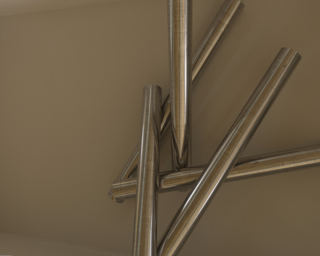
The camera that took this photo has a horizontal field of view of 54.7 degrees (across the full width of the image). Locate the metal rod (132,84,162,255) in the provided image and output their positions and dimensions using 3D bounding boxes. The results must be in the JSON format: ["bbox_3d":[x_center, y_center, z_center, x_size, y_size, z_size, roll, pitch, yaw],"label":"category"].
[{"bbox_3d":[-0.015,0.084,0.336,0.025,0.025,0.299,-8,62,19],"label":"metal rod"}]

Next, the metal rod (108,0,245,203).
[{"bbox_3d":[0.016,-0.029,0.404,0.025,0.025,0.299,35,101,16],"label":"metal rod"}]

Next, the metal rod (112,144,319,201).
[{"bbox_3d":[0.091,0.047,0.355,0.301,0.025,0.025,-12,86,10],"label":"metal rod"}]

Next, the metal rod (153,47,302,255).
[{"bbox_3d":[0.062,0.045,0.334,0.025,0.025,0.299,32,88,17],"label":"metal rod"}]

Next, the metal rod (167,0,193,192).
[{"bbox_3d":[0.022,-0.058,0.337,0.025,0.025,0.298,7,118,19],"label":"metal rod"}]
